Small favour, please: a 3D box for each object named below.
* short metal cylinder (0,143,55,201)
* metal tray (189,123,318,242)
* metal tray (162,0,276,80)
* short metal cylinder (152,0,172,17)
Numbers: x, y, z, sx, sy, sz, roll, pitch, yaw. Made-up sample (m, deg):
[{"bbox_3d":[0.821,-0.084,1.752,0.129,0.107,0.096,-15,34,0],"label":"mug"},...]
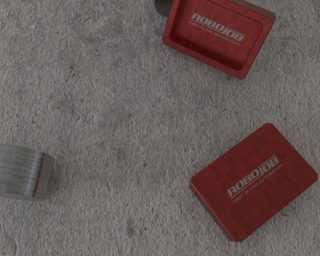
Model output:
[{"bbox_3d":[-0.168,0.053,0.358,0.080,0.080,0.050,6,70,2],"label":"short metal cylinder"},{"bbox_3d":[0.113,0.065,0.382,0.131,0.030,0.090,-34,74,-12],"label":"metal tray"},{"bbox_3d":[0.076,-0.134,0.421,0.130,0.089,0.030,27,41,9],"label":"metal tray"},{"bbox_3d":[0.022,-0.211,0.456,0.081,0.080,0.050,-17,71,-6],"label":"short metal cylinder"}]
